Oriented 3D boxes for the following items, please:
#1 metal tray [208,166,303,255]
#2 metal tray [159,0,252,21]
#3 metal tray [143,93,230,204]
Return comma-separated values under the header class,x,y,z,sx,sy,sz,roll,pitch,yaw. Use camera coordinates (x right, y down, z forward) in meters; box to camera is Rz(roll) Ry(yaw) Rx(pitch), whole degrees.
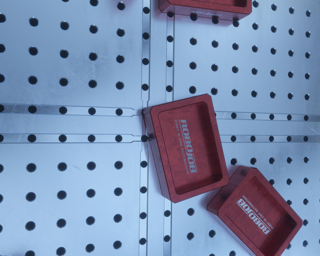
class,x,y,z,sx,sy,sz,roll,pitch,yaw
metal tray,0.144,0.131,0.462,0.090,0.030,0.130,-47,105,-14
metal tray,0.065,-0.205,0.432,0.131,0.030,0.090,-1,90,-20
metal tray,0.037,0.026,0.423,0.091,0.030,0.129,-15,95,-19
